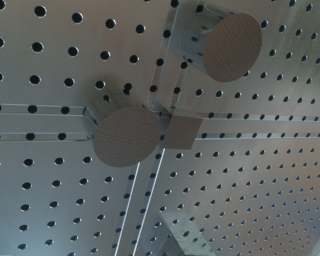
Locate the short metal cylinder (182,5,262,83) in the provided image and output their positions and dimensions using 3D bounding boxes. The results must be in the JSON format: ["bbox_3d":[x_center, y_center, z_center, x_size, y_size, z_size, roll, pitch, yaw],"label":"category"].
[{"bbox_3d":[0.073,-0.101,0.372,0.081,0.050,0.079,-14,124,-21],"label":"short metal cylinder"}]

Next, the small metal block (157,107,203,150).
[{"bbox_3d":[0.024,0.001,0.425,0.050,0.025,0.050,5,116,-31],"label":"small metal block"}]

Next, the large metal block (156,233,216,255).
[{"bbox_3d":[0.042,0.244,0.569,0.080,0.050,0.080,20,108,-36],"label":"large metal block"}]

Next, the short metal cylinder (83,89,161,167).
[{"bbox_3d":[-0.046,0.000,0.370,0.081,0.050,0.079,-14,124,-21],"label":"short metal cylinder"}]
